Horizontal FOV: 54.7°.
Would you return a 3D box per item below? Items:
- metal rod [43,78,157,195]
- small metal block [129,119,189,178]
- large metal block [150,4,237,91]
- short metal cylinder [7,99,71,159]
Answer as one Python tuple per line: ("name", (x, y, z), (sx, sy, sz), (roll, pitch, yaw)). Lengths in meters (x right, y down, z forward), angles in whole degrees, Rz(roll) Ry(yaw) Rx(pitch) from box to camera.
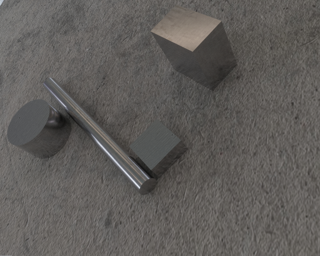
("metal rod", (-0.105, -0.004, 0.461), (0.025, 0.025, 0.300), (-47, 51, -5))
("small metal block", (-0.002, 0.025, 0.390), (0.050, 0.025, 0.050), (-45, 51, -3))
("large metal block", (0.046, -0.105, 0.409), (0.050, 0.080, 0.080), (-48, 51, -5))
("short metal cylinder", (-0.188, 0.002, 0.485), (0.080, 0.050, 0.080), (-13, 56, 21))
